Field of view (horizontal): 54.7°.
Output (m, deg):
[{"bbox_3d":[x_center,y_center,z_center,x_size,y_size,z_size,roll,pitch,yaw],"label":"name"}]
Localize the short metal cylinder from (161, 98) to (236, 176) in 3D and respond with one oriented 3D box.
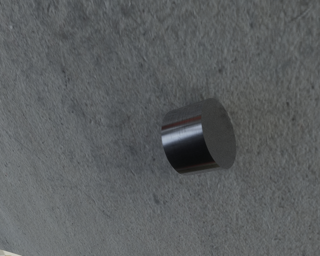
[{"bbox_3d":[0.046,0.011,0.353,0.050,0.080,0.080,-16,110,34],"label":"short metal cylinder"}]
